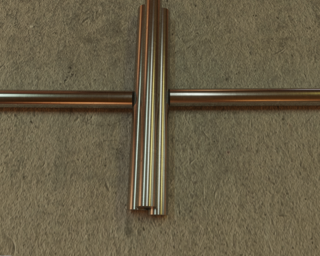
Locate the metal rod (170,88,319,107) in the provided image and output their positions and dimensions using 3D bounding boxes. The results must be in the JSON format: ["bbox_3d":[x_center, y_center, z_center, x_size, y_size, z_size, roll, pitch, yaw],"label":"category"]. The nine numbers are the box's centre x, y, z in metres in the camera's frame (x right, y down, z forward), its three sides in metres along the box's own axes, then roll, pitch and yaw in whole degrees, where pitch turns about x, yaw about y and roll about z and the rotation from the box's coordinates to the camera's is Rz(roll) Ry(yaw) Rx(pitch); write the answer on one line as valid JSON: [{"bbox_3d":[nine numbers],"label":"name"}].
[{"bbox_3d":[0.164,-0.042,0.427,0.302,0.025,0.025,0,70,-1],"label":"metal rod"}]

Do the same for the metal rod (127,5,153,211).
[{"bbox_3d":[-0.024,-0.041,0.425,0.025,0.025,0.299,1,70,0],"label":"metal rod"}]

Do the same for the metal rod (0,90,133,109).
[{"bbox_3d":[-0.188,-0.040,0.421,0.302,0.025,0.025,0,70,-1],"label":"metal rod"}]

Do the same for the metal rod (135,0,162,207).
[{"bbox_3d":[-0.013,-0.050,0.406,0.025,0.025,0.299,1,70,0],"label":"metal rod"}]

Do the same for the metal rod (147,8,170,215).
[{"bbox_3d":[0.000,-0.036,0.423,0.025,0.025,0.299,1,70,0],"label":"metal rod"}]
